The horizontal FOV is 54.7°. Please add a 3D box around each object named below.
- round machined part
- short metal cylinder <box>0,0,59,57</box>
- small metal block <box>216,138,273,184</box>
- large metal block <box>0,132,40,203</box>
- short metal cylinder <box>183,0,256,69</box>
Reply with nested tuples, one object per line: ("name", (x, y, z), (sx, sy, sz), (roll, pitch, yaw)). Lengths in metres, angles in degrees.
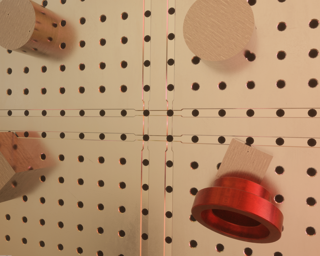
("round machined part", (0.089, 0.091, 0.353), (0.098, 0.098, 0.042), (11, 57, 19))
("short metal cylinder", (-0.204, -0.153, 0.471), (0.080, 0.050, 0.080), (0, 90, 20))
("small metal block", (0.103, 0.045, 0.376), (0.050, 0.025, 0.050), (25, 98, 18))
("large metal block", (-0.253, 0.063, 0.489), (0.080, 0.050, 0.080), (-45, 76, 14))
("short metal cylinder", (0.073, -0.116, 0.373), (0.080, 0.050, 0.080), (0, 90, 20))
